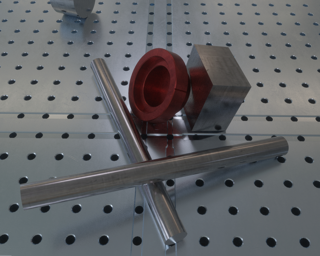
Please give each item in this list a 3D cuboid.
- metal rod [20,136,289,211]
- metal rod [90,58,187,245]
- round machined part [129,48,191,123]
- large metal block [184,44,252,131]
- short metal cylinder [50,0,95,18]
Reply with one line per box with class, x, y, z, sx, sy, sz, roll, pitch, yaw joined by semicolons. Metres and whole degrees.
metal rod;0.012;0.044;0.341;0.303;0.025;0.025;-9;50;-19
metal rod;-0.041;0.006;0.402;0.025;0.025;0.300;-18;52;-14
round machined part;0.003;-0.054;0.418;0.042;0.097;0.098;10;39;-41
large metal block;0.067;-0.052;0.410;0.050;0.079;0.080;0;49;-18
short metal cylinder;-0.163;-0.253;0.584;0.050;0.080;0.080;16;52;13
